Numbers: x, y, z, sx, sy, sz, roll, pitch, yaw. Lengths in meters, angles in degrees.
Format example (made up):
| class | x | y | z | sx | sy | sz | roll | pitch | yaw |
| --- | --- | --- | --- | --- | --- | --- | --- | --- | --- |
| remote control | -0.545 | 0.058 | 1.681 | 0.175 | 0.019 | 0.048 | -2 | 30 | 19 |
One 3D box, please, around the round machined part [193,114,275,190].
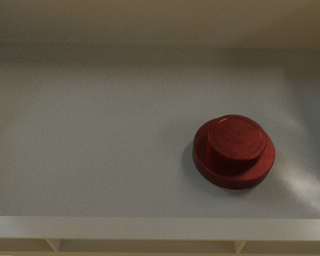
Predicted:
| class | x | y | z | sx | sy | sz | roll | pitch | yaw |
| --- | --- | --- | --- | --- | --- | --- | --- | --- | --- |
| round machined part | 0.090 | 0.022 | 0.377 | 0.099 | 0.042 | 0.098 | 0 | 50 | 0 |
